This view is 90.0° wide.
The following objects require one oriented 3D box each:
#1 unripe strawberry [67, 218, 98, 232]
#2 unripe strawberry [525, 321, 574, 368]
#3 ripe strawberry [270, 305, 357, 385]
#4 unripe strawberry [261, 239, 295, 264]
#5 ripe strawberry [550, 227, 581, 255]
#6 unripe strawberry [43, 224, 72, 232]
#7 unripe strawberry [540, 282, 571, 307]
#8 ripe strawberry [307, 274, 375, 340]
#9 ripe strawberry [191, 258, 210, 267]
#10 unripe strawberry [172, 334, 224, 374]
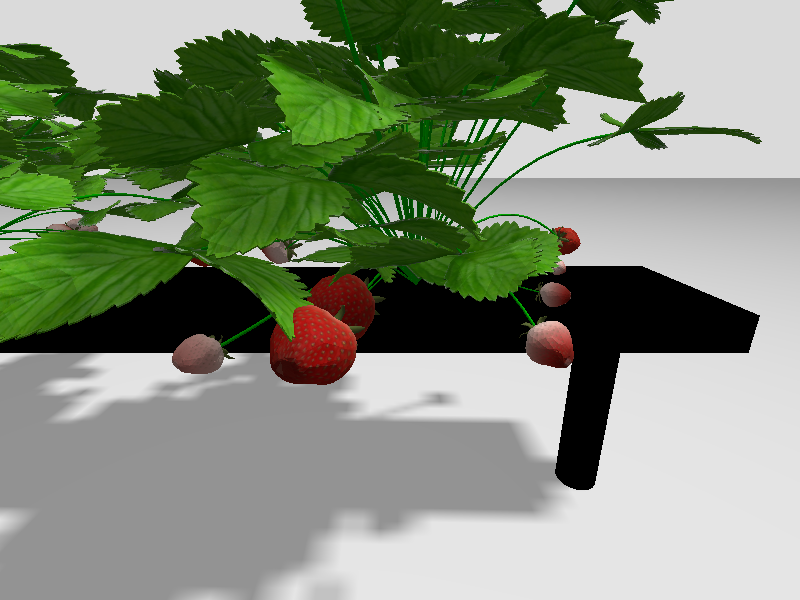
[{"bbox_3d":[-0.440,-0.097,0.557,0.036,0.033,0.033,0,18,-1],"label":"unripe strawberry"},{"bbox_3d":[0.081,0.025,0.213,0.024,0.025,0.026,-8,37,-22],"label":"unripe strawberry"},{"bbox_3d":[-0.044,0.023,0.193,0.043,0.037,0.043,6,20,18],"label":"ripe strawberry"},{"bbox_3d":[-0.137,-0.059,0.442,0.038,0.037,0.035,10,21,28],"label":"unripe strawberry"},{"bbox_3d":[0.195,-0.069,0.474,0.033,0.033,0.036,10,10,-37],"label":"ripe strawberry"},{"bbox_3d":[-0.440,-0.084,0.519,0.036,0.031,0.036,0,18,-1],"label":"unripe strawberry"},{"bbox_3d":[0.118,-0.004,0.302,0.022,0.019,0.022,12,22,29],"label":"unripe strawberry"},{"bbox_3d":[-0.038,0.007,0.237,0.042,0.044,0.046,7,21,21],"label":"ripe strawberry"},{"bbox_3d":[-0.217,-0.054,0.430,0.038,0.037,0.035,5,19,17],"label":"ripe strawberry"},{"bbox_3d":[-0.103,0.029,0.203,0.024,0.021,0.022,13,23,33],"label":"unripe strawberry"}]
